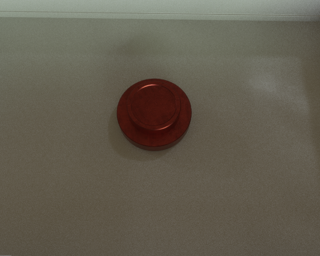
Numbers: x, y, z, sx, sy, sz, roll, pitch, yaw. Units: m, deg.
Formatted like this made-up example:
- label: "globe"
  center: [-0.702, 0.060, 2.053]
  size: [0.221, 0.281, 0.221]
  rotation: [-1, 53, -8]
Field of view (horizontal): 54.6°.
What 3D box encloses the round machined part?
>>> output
- label: "round machined part"
  center: [-0.007, -0.022, 0.406]
  size: [0.099, 0.042, 0.098]
  rotation: [0, 70, 0]
